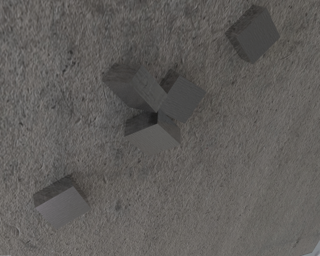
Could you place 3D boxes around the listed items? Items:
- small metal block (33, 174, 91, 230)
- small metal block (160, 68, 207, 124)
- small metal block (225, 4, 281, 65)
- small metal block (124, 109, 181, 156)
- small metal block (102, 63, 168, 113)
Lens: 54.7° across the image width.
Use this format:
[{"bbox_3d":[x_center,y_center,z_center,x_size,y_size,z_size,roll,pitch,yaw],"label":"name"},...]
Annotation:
[{"bbox_3d":[-0.125,0.095,0.397,0.050,0.025,0.050,-30,129,-9],"label":"small metal block"},{"bbox_3d":[0.023,-0.040,0.394,0.050,0.025,0.050,24,105,-37],"label":"small metal block"},{"bbox_3d":[0.119,-0.120,0.398,0.050,0.025,0.050,-45,129,3],"label":"small metal block"},{"bbox_3d":[-0.009,0.006,0.391,0.050,0.025,0.050,-22,136,28],"label":"small metal block"},{"bbox_3d":[-0.028,-0.045,0.344,0.050,0.050,0.025,46,68,-40],"label":"small metal block"}]
